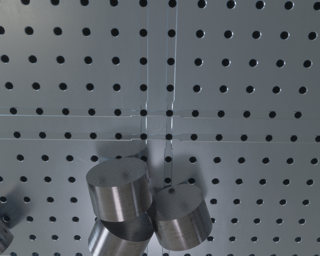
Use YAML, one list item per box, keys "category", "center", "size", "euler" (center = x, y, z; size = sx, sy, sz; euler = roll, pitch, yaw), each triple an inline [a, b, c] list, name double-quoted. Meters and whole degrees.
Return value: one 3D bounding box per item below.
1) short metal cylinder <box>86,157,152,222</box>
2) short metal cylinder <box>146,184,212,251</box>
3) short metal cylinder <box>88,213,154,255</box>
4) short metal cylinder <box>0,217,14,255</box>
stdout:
- category: "short metal cylinder"
  center: [-0.053, 0.079, 0.413]
  size: [0.080, 0.080, 0.050]
  euler: [-6, 110, 2]
- category: "short metal cylinder"
  center: [0.027, 0.122, 0.429]
  size: [0.080, 0.080, 0.050]
  euler: [-17, 109, 6]
- category: "short metal cylinder"
  center: [-0.055, 0.150, 0.439]
  size: [0.080, 0.080, 0.050]
  euler: [22, 109, -8]
- category: "short metal cylinder"
  center: [-0.260, 0.159, 0.440]
  size: [0.080, 0.080, 0.050]
  euler: [-24, 109, 8]
